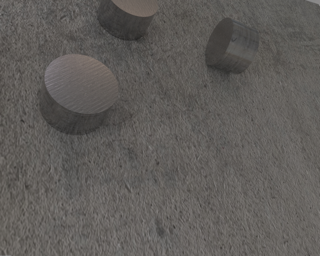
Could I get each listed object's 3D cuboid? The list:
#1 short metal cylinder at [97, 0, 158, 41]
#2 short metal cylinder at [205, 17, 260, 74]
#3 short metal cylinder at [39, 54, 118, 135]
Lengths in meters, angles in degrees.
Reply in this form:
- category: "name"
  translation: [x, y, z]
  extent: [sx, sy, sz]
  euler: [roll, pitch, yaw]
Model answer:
- category: "short metal cylinder"
  translation: [-0.050, -0.181, 0.471]
  extent: [0.081, 0.050, 0.080]
  euler: [14, 56, -21]
- category: "short metal cylinder"
  translation: [0.118, -0.135, 0.514]
  extent: [0.050, 0.080, 0.080]
  euler: [16, 56, -20]
- category: "short metal cylinder"
  translation: [-0.095, -0.038, 0.360]
  extent: [0.081, 0.050, 0.080]
  euler: [14, 56, -21]
